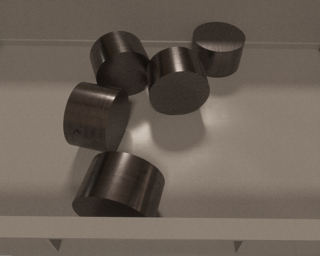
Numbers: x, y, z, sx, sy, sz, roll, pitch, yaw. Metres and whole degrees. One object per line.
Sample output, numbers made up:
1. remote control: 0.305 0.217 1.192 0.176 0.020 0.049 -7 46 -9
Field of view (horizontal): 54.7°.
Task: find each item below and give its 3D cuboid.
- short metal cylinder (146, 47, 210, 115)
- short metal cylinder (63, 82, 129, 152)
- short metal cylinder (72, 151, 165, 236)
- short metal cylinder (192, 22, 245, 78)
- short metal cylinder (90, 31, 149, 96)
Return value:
1. short metal cylinder: 0.023 -0.063 0.422 0.081 0.080 0.050 -4 50 -4
2. short metal cylinder: -0.075 -0.013 0.379 0.050 0.080 0.080 12 51 9
3. short metal cylinder: -0.040 0.068 0.312 0.080 0.080 0.050 11 51 8
4. short metal cylinder: 0.091 -0.126 0.496 0.081 0.050 0.080 0 50 0
5. short metal cylinder: -0.056 -0.091 0.445 0.081 0.080 0.050 -14 52 -12
